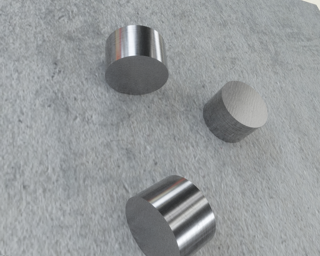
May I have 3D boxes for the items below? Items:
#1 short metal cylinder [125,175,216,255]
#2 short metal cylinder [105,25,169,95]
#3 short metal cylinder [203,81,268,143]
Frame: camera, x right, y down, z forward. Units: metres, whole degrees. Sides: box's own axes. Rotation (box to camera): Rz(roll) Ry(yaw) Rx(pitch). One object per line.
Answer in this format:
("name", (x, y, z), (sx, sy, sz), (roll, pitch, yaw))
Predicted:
("short metal cylinder", (0.009, 0.095, 0.317), (0.050, 0.080, 0.080), (-24, 75, -37))
("short metal cylinder", (-0.031, -0.087, 0.406), (0.081, 0.080, 0.050), (9, 58, -24))
("short metal cylinder", (0.112, -0.024, 0.465), (0.081, 0.050, 0.080), (14, 56, -21))
